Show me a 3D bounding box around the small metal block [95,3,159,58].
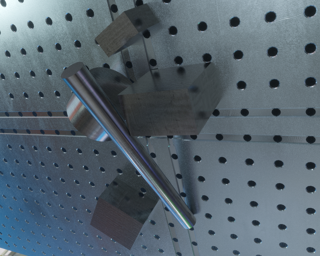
[{"bbox_3d":[-0.036,-0.109,0.345,0.050,0.050,0.025,-28,103,37],"label":"small metal block"}]

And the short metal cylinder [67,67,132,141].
[{"bbox_3d":[-0.070,-0.030,0.392,0.080,0.080,0.050,44,129,-3],"label":"short metal cylinder"}]

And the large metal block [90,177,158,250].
[{"bbox_3d":[-0.061,0.142,0.513,0.080,0.050,0.079,30,128,9],"label":"large metal block"}]

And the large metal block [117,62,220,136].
[{"bbox_3d":[0.013,-0.033,0.347,0.080,0.080,0.050,-2,118,29],"label":"large metal block"}]

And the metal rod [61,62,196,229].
[{"bbox_3d":[-0.020,0.044,0.386,0.025,0.025,0.299,-6,135,30],"label":"metal rod"}]
